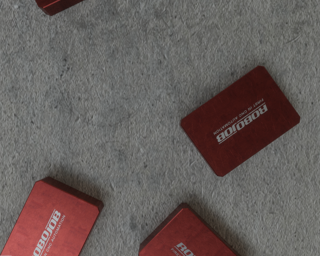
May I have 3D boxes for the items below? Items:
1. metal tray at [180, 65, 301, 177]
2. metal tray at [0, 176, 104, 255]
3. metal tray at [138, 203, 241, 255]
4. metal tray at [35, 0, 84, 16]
[{"bbox_3d":[0.103,-0.009,0.408,0.130,0.030,0.090,-35,90,0],"label":"metal tray"},{"bbox_3d":[-0.143,0.141,0.406,0.090,0.030,0.129,26,90,0],"label":"metal tray"},{"bbox_3d":[0.047,0.176,0.408,0.130,0.030,0.090,44,90,0],"label":"metal tray"},{"bbox_3d":[-0.140,-0.227,0.405,0.090,0.030,0.130,-26,90,0],"label":"metal tray"}]
